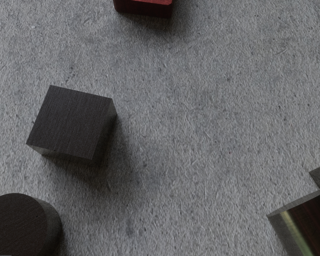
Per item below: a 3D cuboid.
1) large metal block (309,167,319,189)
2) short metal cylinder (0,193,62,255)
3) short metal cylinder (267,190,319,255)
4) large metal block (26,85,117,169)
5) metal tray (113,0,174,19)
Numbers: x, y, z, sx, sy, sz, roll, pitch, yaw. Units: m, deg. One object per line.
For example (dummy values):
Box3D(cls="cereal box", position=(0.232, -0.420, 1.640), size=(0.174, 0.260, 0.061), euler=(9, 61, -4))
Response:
Box3D(cls="large metal block", position=(0.247, 0.067, 0.373), size=(0.080, 0.050, 0.080), euler=(-24, 72, -9))
Box3D(cls="short metal cylinder", position=(-0.160, 0.117, 0.351), size=(0.081, 0.050, 0.080), euler=(0, 70, 0))
Box3D(cls="short metal cylinder", position=(0.168, 0.104, 0.342), size=(0.080, 0.080, 0.050), euler=(-23, 72, -8))
Box3D(cls="large metal block", position=(-0.108, -0.001, 0.394), size=(0.080, 0.050, 0.080), euler=(13, 71, 4))
Box3D(cls="metal tray", position=(-0.017, -0.241, 0.493), size=(0.090, 0.030, 0.130), euler=(9, 70, 3))
